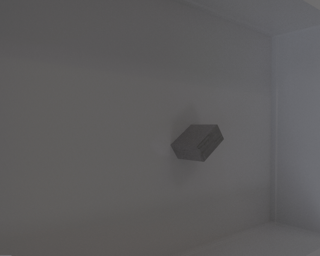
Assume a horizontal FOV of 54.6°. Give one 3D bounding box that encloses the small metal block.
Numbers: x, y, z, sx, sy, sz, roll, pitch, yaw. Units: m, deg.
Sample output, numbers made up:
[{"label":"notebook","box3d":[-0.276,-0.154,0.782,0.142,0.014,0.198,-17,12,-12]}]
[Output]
[{"label":"small metal block","box3d":[0.052,0.020,0.433,0.050,0.050,0.025,-42,116,-32]}]
